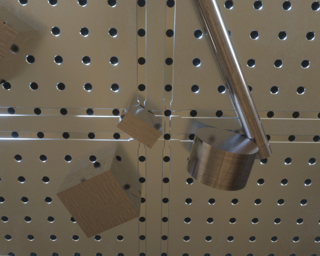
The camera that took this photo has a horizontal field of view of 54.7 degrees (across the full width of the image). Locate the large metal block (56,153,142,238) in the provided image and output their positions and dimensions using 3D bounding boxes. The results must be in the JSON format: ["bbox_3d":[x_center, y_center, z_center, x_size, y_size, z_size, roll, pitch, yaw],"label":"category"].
[{"bbox_3d":[-0.082,0.094,0.434,0.080,0.050,0.080,-25,109,8],"label":"large metal block"}]

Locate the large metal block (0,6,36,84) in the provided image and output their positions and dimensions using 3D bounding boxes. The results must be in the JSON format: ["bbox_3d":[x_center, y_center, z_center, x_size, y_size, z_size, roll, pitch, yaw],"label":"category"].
[{"bbox_3d":[-0.208,-0.104,0.359,0.080,0.050,0.080,34,106,-12],"label":"large metal block"}]

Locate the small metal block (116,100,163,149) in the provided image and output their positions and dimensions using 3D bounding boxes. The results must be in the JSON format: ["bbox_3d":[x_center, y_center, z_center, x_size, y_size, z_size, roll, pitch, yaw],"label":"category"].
[{"bbox_3d":[-0.025,-0.006,0.398,0.050,0.050,0.025,34,107,-12],"label":"small metal block"}]

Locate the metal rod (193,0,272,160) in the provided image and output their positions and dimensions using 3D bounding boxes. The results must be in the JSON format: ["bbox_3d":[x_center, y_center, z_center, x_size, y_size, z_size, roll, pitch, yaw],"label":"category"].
[{"bbox_3d":[0.080,-0.091,0.381,0.025,0.025,0.299,-24,109,8],"label":"metal rod"}]

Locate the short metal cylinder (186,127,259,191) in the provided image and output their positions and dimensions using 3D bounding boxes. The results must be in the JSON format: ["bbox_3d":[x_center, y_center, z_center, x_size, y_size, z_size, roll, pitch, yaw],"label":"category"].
[{"bbox_3d":[0.079,0.037,0.399,0.081,0.080,0.050,11,110,-5],"label":"short metal cylinder"}]
